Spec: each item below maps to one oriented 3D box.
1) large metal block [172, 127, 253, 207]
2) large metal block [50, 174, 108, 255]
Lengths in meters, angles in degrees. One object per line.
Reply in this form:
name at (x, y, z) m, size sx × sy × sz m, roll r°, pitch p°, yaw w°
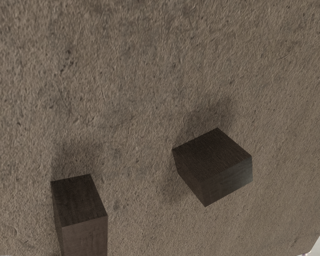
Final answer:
large metal block at (0.075, 0.054, 0.447) m, size 0.081 × 0.080 × 0.050 m, roll -25°, pitch 128°, yaw -14°
large metal block at (-0.102, 0.118, 0.389) m, size 0.050 × 0.080 × 0.079 m, roll -9°, pitch 122°, yaw -24°
